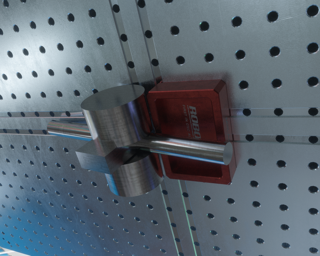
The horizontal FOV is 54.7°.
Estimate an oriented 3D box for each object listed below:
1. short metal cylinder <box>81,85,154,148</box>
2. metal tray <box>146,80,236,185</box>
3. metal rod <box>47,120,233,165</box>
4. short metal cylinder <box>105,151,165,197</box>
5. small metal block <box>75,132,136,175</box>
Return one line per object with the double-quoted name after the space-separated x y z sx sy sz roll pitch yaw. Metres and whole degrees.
-0.053 -0.017 0.391 0.080 0.080 0.050 1 119 28 "short metal cylinder"
0.042 0.007 0.390 0.090 0.030 0.129 1 119 27 "metal tray"
-0.050 0.013 0.416 0.300 0.025 0.025 7 122 35 "metal rod"
-0.038 0.049 0.425 0.080 0.080 0.050 2 119 27 "short metal cylinder"
-0.067 0.030 0.387 0.050 0.050 0.025 6 121 35 "small metal block"
